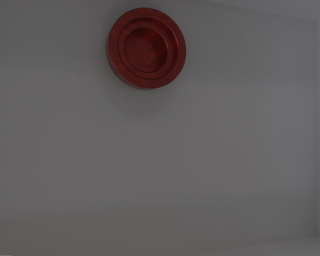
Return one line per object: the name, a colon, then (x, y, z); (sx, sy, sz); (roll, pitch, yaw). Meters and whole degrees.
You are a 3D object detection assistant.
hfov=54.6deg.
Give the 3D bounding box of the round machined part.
round machined part: (-0.020, -0.097, 0.394); (0.099, 0.042, 0.097); (0, 90, -20)
